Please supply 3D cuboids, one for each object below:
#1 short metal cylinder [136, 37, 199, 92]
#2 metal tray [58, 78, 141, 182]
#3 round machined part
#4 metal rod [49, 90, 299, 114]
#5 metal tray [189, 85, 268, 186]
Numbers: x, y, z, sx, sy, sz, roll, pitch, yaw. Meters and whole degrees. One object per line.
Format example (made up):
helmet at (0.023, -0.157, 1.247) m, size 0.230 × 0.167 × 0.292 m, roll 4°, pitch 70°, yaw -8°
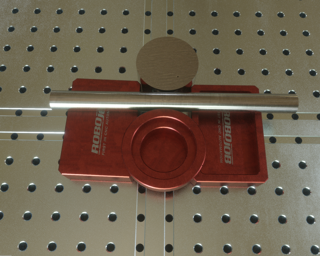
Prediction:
short metal cylinder at (0.009, -0.076, 0.422) m, size 0.081 × 0.050 × 0.080 m, roll 0°, pitch 70°, yaw 0°
metal tray at (-0.073, 0.001, 0.403) m, size 0.091 × 0.030 × 0.130 m, roll 3°, pitch 70°, yaw 1°
round machined part at (0.005, 0.029, 0.378) m, size 0.099 × 0.042 × 0.098 m, roll 0°, pitch 70°, yaw 0°
metal rod at (0.017, -0.032, 0.387) m, size 0.302 × 0.025 × 0.025 m, roll 1°, pitch 70°, yaw 0°
metal tray at (0.085, 0.008, 0.402) m, size 0.091 × 0.030 × 0.130 m, roll 1°, pitch 70°, yaw 0°
